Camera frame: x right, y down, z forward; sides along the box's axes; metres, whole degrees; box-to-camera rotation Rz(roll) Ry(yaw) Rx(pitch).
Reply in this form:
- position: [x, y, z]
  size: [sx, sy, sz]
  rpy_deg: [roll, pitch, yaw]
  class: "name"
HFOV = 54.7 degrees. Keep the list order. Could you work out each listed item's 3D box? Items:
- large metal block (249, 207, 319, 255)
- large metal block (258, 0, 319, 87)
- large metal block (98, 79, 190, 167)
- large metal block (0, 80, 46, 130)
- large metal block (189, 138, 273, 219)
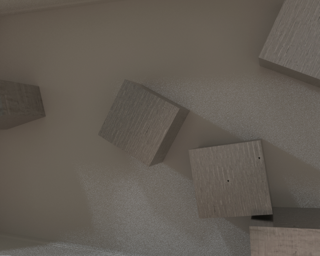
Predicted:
- position: [0.142, 0.120, 0.331]
  size: [0.080, 0.080, 0.050]
  rpy_deg: [-3, 89, 19]
  class: "large metal block"
- position: [0.165, -0.096, 0.339]
  size: [0.080, 0.050, 0.080]
  rpy_deg: [26, 98, 17]
  class: "large metal block"
- position: [-0.020, -0.007, 0.403]
  size: [0.080, 0.050, 0.080]
  rpy_deg: [30, 100, 17]
  class: "large metal block"
- position: [-0.235, -0.032, 0.462]
  size: [0.080, 0.080, 0.050]
  rpy_deg: [-16, 85, 19]
  class: "large metal block"
- position: [0.085, 0.058, 0.367]
  size: [0.080, 0.050, 0.080]
  rpy_deg: [-9, 87, 19]
  class: "large metal block"
